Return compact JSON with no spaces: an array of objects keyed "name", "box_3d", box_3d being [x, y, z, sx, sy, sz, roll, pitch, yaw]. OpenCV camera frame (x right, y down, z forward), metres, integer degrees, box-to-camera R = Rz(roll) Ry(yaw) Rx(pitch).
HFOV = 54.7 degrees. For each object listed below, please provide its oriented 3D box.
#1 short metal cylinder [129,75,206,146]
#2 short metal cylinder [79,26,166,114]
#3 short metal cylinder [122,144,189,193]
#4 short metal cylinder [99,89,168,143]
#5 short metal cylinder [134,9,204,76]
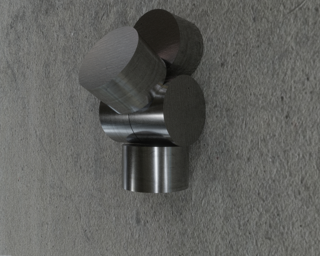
[{"name":"short metal cylinder","box_3d":[0.010,-0.019,0.360,0.050,0.081,0.079,0,90,40]},{"name":"short metal cylinder","box_3d":[-0.040,-0.062,0.335,0.080,0.050,0.080,-21,50,27]},{"name":"short metal cylinder","box_3d":[-0.006,0.045,0.374,0.080,0.081,0.050,0,90,39]},{"name":"short metal cylinder","box_3d":[-0.029,-0.020,0.393,0.050,0.081,0.079,1,91,39]},{"name":"short metal cylinder","box_3d":[0.007,-0.099,0.384,0.080,0.050,0.079,0,90,39]}]
